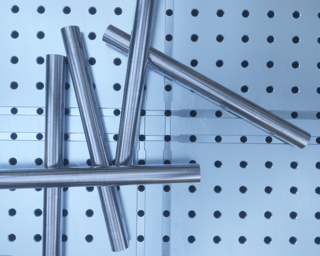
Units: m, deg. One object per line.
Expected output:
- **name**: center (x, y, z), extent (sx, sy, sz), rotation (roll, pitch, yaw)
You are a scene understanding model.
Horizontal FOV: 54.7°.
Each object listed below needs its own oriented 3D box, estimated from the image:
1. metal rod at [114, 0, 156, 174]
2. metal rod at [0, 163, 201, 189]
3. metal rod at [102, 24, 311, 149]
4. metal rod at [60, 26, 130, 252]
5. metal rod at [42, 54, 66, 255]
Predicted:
- **metal rod**: center (-0.028, -0.083, 0.389), extent (0.025, 0.025, 0.298), rotation (8, 99, -1)
- **metal rod**: center (-0.102, 0.061, 0.385), extent (0.302, 0.025, 0.025), rotation (-2, 90, -1)
- **metal rod**: center (0.062, -0.054, 0.414), extent (0.301, 0.025, 0.025), rotation (29, 90, -1)
- **metal rod**: center (-0.086, 0.014, 0.412), extent (0.025, 0.025, 0.298), rotation (-13, 90, 0)
- **metal rod**: center (-0.141, 0.054, 0.411), extent (0.025, 0.025, 0.298), rotation (1, 90, -1)
